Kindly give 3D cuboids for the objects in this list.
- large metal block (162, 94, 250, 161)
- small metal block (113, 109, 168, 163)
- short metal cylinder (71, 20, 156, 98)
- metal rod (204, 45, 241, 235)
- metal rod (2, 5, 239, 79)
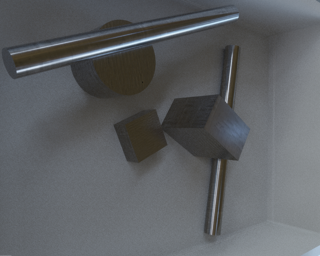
[{"bbox_3d":[0.062,0.001,0.425,0.080,0.080,0.050,40,66,-33],"label":"large metal block"},{"bbox_3d":[-0.023,0.009,0.389,0.050,0.025,0.050,-29,109,-36],"label":"small metal block"},{"bbox_3d":[-0.052,-0.075,0.348,0.081,0.050,0.079,0,90,-40],"label":"short metal cylinder"},{"bbox_3d":[0.100,0.015,0.493,0.025,0.025,0.298,13,82,-40],"label":"metal rod"},{"bbox_3d":[-0.010,-0.103,0.334,0.302,0.025,0.025,-26,107,-37],"label":"metal rod"}]
